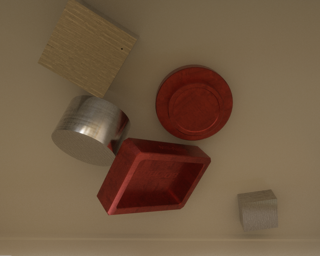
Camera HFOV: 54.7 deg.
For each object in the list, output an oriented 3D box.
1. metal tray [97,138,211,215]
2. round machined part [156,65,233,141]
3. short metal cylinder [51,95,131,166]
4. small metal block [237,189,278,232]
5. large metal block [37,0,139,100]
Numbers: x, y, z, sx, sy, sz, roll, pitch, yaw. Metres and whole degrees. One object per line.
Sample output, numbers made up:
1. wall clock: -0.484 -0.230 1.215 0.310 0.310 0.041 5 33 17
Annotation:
1. metal tray: -0.004 0.063 0.394 0.131 0.030 0.089 10 115 -43
2. round machined part: 0.044 -0.028 0.393 0.099 0.042 0.097 0 110 -1
3. short metal cylinder: -0.082 0.005 0.378 0.080 0.050 0.080 14 149 9
4. small metal block: 0.145 0.122 0.459 0.050 0.025 0.050 -9 110 3
5. large metal block: -0.080 -0.093 0.363 0.080 0.050 0.080 30 107 -11
